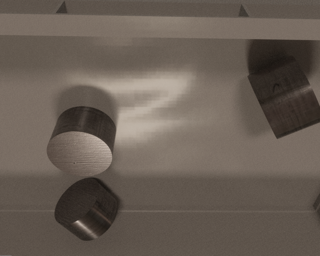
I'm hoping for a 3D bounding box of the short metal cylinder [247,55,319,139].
[{"bbox_3d":[0.139,-0.034,0.347,0.050,0.080,0.080,-25,126,19],"label":"short metal cylinder"}]

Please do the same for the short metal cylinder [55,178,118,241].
[{"bbox_3d":[-0.113,0.124,0.477,0.080,0.080,0.050,-22,127,17],"label":"short metal cylinder"}]

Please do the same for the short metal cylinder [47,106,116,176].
[{"bbox_3d":[-0.101,0.018,0.407,0.081,0.050,0.079,0,130,0],"label":"short metal cylinder"}]
